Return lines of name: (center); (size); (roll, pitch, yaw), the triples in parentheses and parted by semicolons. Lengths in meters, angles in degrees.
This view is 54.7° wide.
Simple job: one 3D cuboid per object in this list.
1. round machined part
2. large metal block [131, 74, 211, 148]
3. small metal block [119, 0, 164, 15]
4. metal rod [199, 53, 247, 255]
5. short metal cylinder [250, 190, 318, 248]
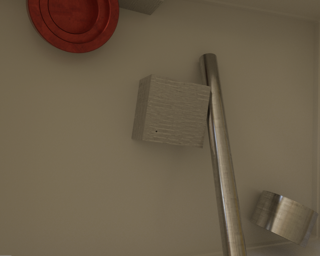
round machined part: (-0.100, -0.137, 0.355); (0.099, 0.042, 0.097); (-10, 111, -26)
large metal block: (0.014, -0.019, 0.403); (0.081, 0.050, 0.080); (9, 87, -20)
small metal block: (-0.026, -0.168, 0.388); (0.050, 0.050, 0.025); (7, 88, -20)
metal rod: (0.076, 0.038, 0.379); (0.025, 0.025, 0.299); (6, 65, -20)
short metal cylinder: (0.179, 0.131, 0.450); (0.080, 0.080, 0.050); (29, 80, -18)
